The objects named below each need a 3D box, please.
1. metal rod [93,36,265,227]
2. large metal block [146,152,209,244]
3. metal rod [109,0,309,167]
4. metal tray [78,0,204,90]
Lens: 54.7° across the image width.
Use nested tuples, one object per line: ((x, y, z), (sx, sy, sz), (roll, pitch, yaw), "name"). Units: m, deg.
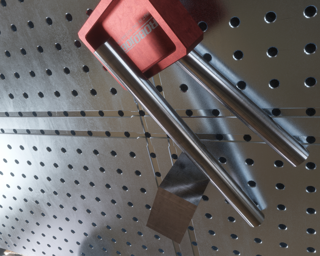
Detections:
((0.036, 0.019, 0.367), (0.025, 0.025, 0.300), (-26, 116, 37), "metal rod")
((0.029, 0.091, 0.416), (0.050, 0.080, 0.079), (25, 127, 12), "large metal block")
((0.045, -0.065, 0.346), (0.300, 0.025, 0.025), (41, 129, -1), "metal rod")
((-0.027, -0.098, 0.327), (0.090, 0.030, 0.130), (49, 149, -14), "metal tray")
